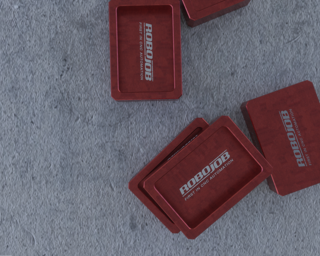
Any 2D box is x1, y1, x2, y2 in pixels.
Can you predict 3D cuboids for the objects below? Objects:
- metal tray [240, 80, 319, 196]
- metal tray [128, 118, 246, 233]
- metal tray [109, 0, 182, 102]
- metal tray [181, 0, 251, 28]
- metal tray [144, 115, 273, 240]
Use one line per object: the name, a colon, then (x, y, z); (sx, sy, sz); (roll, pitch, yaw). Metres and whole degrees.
metal tray: (0.172, 0.013, 0.409); (0.090, 0.030, 0.129); (-20, 90, 0)
metal tray: (0.035, 0.060, 0.407); (0.130, 0.030, 0.090); (-44, 90, 0)
metal tray: (-0.018, -0.101, 0.407); (0.091, 0.030, 0.129); (-2, 90, 0)
metal tray: (0.056, -0.211, 0.407); (0.090, 0.030, 0.129); (-23, 90, 0)
metal tray: (0.057, 0.058, 0.377); (0.130, 0.030, 0.090); (-40, 90, 0)
